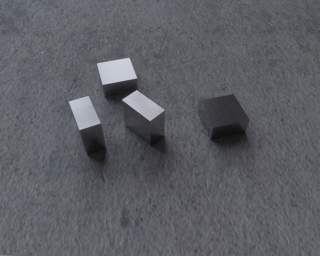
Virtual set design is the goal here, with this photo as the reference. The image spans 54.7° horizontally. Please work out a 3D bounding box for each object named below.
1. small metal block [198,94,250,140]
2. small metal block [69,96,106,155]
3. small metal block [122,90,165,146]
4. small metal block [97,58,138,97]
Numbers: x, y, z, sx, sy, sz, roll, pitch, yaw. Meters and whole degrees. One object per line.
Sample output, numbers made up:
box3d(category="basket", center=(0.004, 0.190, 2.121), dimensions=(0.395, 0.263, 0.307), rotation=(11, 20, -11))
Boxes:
box3d(category="small metal block", center=(0.084, -0.016, 0.418), dimensions=(0.050, 0.025, 0.050), rotation=(-12, 51, -10))
box3d(category="small metal block", center=(-0.090, -0.003, 0.388), dimensions=(0.025, 0.050, 0.050), rotation=(-19, 53, -16))
box3d(category="small metal block", center=(-0.021, -0.012, 0.397), dimensions=(0.050, 0.050, 0.025), rotation=(37, 59, 26))
box3d(category="small metal block", center=(-0.064, -0.077, 0.467), dimensions=(0.050, 0.025, 0.050), rotation=(-13, 51, -11))
